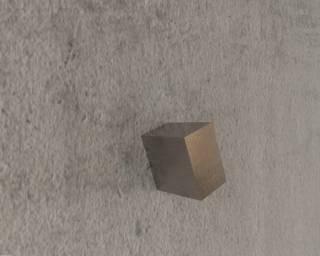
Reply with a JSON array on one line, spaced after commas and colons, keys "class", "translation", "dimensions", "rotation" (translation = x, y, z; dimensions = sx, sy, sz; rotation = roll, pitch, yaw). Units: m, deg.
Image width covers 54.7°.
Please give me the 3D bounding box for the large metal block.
[{"class": "large metal block", "translation": [0.029, 0.039, 0.396], "dimensions": [0.050, 0.080, 0.080], "rotation": [-26, 107, -37]}]
